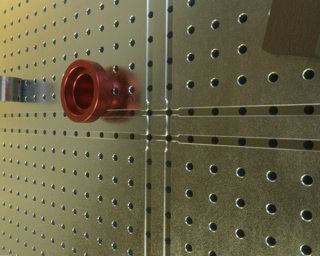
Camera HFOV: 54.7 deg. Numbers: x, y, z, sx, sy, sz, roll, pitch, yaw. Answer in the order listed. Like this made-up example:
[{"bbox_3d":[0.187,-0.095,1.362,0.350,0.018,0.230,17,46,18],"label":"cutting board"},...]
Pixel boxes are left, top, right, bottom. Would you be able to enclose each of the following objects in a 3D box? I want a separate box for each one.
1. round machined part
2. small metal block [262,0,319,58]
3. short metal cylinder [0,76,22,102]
[{"bbox_3d":[-0.112,-0.057,0.491,0.098,0.042,0.097,0,90,40],"label":"round machined part"},{"bbox_3d":[0.133,-0.097,0.300,0.050,0.025,0.050,17,101,38],"label":"small metal block"},{"bbox_3d":[-0.334,-0.081,0.650,0.080,0.081,0.050,4,93,40],"label":"short metal cylinder"}]
